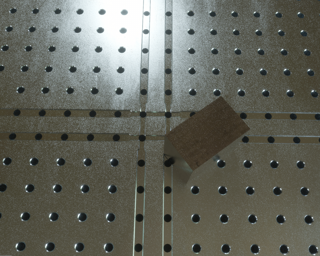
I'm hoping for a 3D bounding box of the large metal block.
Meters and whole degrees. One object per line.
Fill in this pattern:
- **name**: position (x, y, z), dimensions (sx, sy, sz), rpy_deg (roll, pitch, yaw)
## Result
- **large metal block**: position (0.052, 0.018, 0.377), dimensions (0.080, 0.080, 0.050), rpy_deg (-34, 74, -12)
